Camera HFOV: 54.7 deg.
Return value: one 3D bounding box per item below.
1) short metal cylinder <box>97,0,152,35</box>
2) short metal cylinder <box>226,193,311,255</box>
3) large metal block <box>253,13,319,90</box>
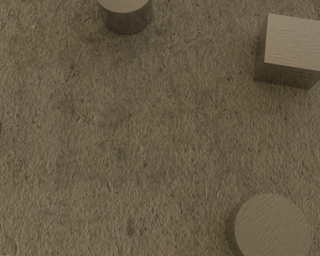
[{"bbox_3d":[-0.052,-0.187,0.463,0.081,0.050,0.080,0,70,0],"label":"short metal cylinder"},{"bbox_3d":[0.120,0.118,0.352,0.081,0.050,0.080,0,70,0],"label":"short metal cylinder"},{"bbox_3d":[0.182,-0.107,0.435,0.080,0.050,0.080,10,70,3],"label":"large metal block"}]
